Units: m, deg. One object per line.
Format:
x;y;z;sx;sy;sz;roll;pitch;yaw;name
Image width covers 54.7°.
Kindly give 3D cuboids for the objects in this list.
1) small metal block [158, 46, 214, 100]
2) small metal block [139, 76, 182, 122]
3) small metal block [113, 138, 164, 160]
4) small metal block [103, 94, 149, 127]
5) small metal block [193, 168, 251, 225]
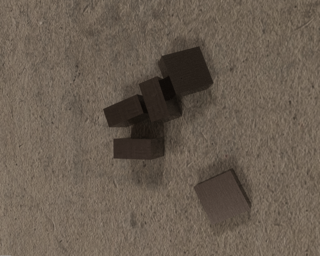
0.031;-0.068;0.385;0.050;0.025;0.050;-18;83;-14;small metal block
0.002;-0.035;0.394;0.025;0.050;0.050;-20;83;20;small metal block
-0.026;0.026;0.404;0.050;0.050;0.025;0;90;19;small metal block
-0.038;-0.021;0.408;0.050;0.050;0.025;-21;83;18;small metal block
0.077;0.084;0.381;0.050;0.025;0.050;-28;81;17;small metal block
